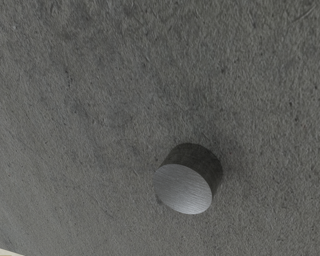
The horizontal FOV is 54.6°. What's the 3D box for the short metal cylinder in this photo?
[{"bbox_3d":[0.038,0.067,0.413,0.080,0.050,0.080,13,124,21],"label":"short metal cylinder"}]
